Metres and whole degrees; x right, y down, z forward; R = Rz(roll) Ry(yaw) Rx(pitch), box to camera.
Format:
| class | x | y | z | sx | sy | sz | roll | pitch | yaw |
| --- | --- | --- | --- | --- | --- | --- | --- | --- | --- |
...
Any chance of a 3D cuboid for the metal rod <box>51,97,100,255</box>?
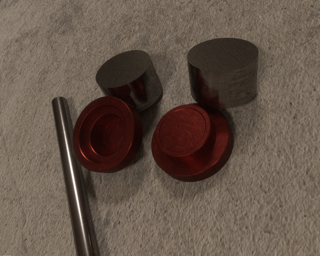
| class | x | y | z | sx | sy | sz | roll | pitch | yaw |
| --- | --- | --- | --- | --- | --- | --- | --- | --- | --- |
| metal rod | -0.119 | 0.065 | 0.423 | 0.025 | 0.025 | 0.300 | -31 | 52 | 8 |

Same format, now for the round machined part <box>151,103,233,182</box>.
| class | x | y | z | sx | sy | sz | roll | pitch | yaw |
| --- | --- | --- | --- | --- | --- | --- | --- | --- | --- |
| round machined part | 0.033 | 0.011 | 0.368 | 0.098 | 0.042 | 0.098 | -13 | 56 | 20 |

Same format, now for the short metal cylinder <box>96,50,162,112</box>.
| class | x | y | z | sx | sy | sz | roll | pitch | yaw |
| --- | --- | --- | --- | --- | --- | --- | --- | --- | --- |
| short metal cylinder | -0.043 | -0.066 | 0.438 | 0.080 | 0.050 | 0.080 | -13 | 45 | 13 |

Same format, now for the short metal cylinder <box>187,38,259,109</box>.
| class | x | y | z | sx | sy | sz | roll | pitch | yaw |
| --- | --- | --- | --- | --- | --- | --- | --- | --- | --- |
| short metal cylinder | 0.075 | -0.067 | 0.371 | 0.080 | 0.050 | 0.080 | -6 | 40 | 6 |

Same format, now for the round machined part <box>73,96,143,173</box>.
| class | x | y | z | sx | sy | sz | roll | pitch | yaw |
| --- | --- | --- | --- | --- | --- | --- | --- | --- | --- |
| round machined part | -0.063 | 0.011 | 0.407 | 0.098 | 0.042 | 0.098 | -7 | 75 | 28 |
